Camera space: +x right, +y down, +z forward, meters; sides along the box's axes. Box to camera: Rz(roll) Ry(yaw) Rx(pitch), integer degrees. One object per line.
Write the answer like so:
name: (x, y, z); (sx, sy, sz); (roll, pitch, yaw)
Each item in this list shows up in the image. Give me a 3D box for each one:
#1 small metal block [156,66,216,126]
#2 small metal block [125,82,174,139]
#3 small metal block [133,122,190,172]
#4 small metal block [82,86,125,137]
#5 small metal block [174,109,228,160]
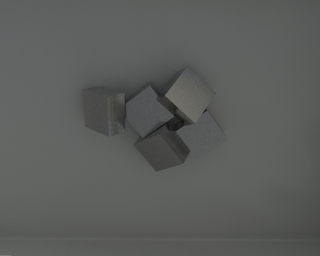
small metal block: (0.033, -0.039, 0.383); (0.050, 0.025, 0.050); (41, 70, -14)
small metal block: (-0.017, -0.023, 0.401); (0.050, 0.025, 0.050); (-36, 107, 12)
small metal block: (0.002, 0.026, 0.407); (0.050, 0.025, 0.050); (-23, 112, 41)
small metal block: (-0.070, -0.022, 0.386); (0.050, 0.025, 0.050); (18, 116, 40)
small metal block: (0.054, 0.006, 0.413); (0.050, 0.025, 0.050); (-34, 107, 11)
